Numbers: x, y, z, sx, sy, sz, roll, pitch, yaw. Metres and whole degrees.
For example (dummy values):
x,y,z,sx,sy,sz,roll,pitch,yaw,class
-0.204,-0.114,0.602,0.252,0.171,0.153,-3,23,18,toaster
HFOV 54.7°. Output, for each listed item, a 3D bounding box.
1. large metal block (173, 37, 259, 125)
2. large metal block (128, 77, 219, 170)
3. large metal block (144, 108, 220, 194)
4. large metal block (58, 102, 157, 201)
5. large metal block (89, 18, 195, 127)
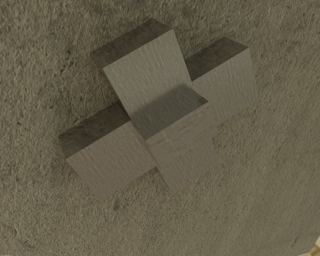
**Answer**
x,y,z,sx,sy,sz,roll,pitch,yaw,class
0.073,-0.057,0.398,0.080,0.050,0.080,-32,129,-8,large metal block
0.010,-0.009,0.374,0.080,0.080,0.050,-32,129,-8,large metal block
0.027,0.030,0.426,0.080,0.050,0.080,-32,129,-8,large metal block
-0.062,0.028,0.376,0.080,0.050,0.080,-32,129,-8,large metal block
-0.018,-0.061,0.345,0.080,0.050,0.080,-32,129,-8,large metal block
